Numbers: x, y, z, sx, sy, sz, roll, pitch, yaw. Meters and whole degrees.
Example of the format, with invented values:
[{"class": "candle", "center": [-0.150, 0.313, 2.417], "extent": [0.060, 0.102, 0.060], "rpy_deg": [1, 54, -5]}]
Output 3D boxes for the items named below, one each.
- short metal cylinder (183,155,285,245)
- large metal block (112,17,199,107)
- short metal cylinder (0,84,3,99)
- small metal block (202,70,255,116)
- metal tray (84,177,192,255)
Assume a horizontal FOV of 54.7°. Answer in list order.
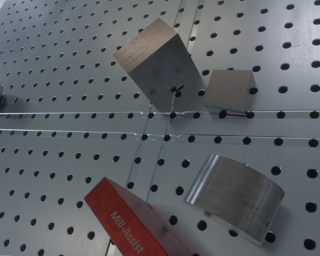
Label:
[{"class": "short metal cylinder", "center": [0.069, 0.068, 0.295], "extent": [0.080, 0.080, 0.050], "rpy_deg": [21, 73, 36]}, {"class": "large metal block", "center": [-0.004, -0.089, 0.430], "extent": [0.080, 0.080, 0.050], "rpy_deg": [-39, 51, 2]}, {"class": "short metal cylinder", "center": [-0.355, -0.066, 0.600], "extent": [0.080, 0.080, 0.050], "rpy_deg": [-9, 58, 24]}, {"class": "small metal block", "center": [0.087, -0.046, 0.390], "extent": [0.050, 0.025, 0.050], "rpy_deg": [7, 65, 31]}, {"class": "metal tray", "center": [-0.010, 0.111, 0.304], "extent": [0.030, 0.090, 0.130], "rpy_deg": [-47, 51, -4]}]
